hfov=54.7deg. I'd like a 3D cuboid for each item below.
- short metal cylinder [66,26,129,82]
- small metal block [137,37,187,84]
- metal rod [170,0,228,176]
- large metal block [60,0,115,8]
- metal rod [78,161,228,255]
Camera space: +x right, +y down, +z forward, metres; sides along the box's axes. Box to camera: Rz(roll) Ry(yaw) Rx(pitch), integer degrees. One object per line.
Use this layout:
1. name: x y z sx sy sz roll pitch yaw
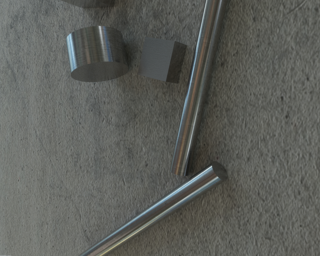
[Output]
1. short metal cylinder: -0.089 -0.102 0.440 0.080 0.081 0.050 -17 80 38
2. small metal block: 0.002 -0.088 0.401 0.050 0.025 0.050 21 103 37
3. metal rod: 0.053 -0.089 0.359 0.025 0.025 0.298 18 102 38
4. large metal block: -0.111 -0.234 0.477 0.080 0.050 0.079 16 100 38
5. metal rod: -0.028 0.132 0.426 0.299 0.025 0.025 -41 65 32
